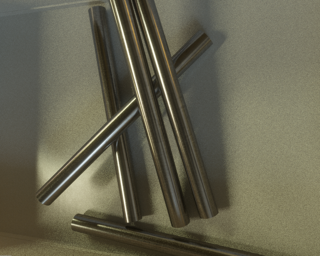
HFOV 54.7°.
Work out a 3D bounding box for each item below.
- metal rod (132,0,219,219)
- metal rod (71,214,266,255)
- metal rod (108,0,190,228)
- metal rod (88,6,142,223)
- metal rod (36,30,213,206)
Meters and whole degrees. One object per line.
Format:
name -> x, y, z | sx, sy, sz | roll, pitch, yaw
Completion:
metal rod -> 0.017, -0.033, 0.373 | 0.025, 0.025, 0.298 | -15, 96, 19
metal rod -> 0.020, 0.153, 0.402 | 0.301, 0.025, 0.025 | 6, 92, 19
metal rod -> -0.012, -0.019, 0.376 | 0.025, 0.025, 0.298 | -12, 100, 19
metal rod -> -0.063, -0.021, 0.431 | 0.025, 0.025, 0.298 | -12, 86, 19
metal rod -> -0.049, -0.010, 0.402 | 0.300, 0.025, 0.025 | -44, 76, 5
